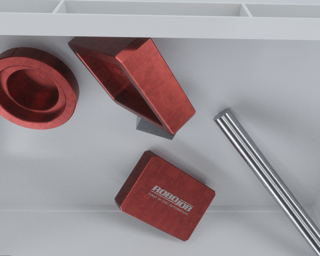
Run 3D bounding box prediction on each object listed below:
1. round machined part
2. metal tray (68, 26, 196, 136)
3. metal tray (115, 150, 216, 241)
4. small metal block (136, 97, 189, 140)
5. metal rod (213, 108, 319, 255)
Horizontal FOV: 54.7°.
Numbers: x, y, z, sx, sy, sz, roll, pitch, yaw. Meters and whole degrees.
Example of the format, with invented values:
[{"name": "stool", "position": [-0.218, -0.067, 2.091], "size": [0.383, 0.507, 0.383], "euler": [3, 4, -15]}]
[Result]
[{"name": "round machined part", "position": [-0.142, -0.048, 0.355], "size": [0.099, 0.042, 0.097], "euler": [-1, 130, 0]}, {"name": "metal tray", "position": [-0.032, -0.050, 0.301], "size": [0.030, 0.130, 0.090], "euler": [-45, 126, -12]}, {"name": "metal tray", "position": [0.011, 0.103, 0.462], "size": [0.130, 0.030, 0.090], "euler": [34, 85, -26]}, {"name": "small metal block", "position": [0.002, -0.017, 0.395], "size": [0.050, 0.025, 0.050], "euler": [17, 128, -15]}, {"name": "metal rod", "position": [0.171, 0.098, 0.422], "size": [0.025, 0.025, 0.300], "euler": [-34, 100, 25]}]
